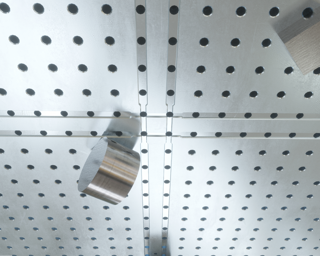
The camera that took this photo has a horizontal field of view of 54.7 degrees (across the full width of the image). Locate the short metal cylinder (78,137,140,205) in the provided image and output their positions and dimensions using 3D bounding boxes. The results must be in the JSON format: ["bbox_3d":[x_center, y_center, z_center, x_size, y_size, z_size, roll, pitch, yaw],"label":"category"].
[{"bbox_3d":[-0.070,0.058,0.425,0.050,0.080,0.080,29,124,-22],"label":"short metal cylinder"}]

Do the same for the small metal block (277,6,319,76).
[{"bbox_3d":[0.165,-0.093,0.334,0.050,0.025,0.050,-32,123,24],"label":"small metal block"}]
